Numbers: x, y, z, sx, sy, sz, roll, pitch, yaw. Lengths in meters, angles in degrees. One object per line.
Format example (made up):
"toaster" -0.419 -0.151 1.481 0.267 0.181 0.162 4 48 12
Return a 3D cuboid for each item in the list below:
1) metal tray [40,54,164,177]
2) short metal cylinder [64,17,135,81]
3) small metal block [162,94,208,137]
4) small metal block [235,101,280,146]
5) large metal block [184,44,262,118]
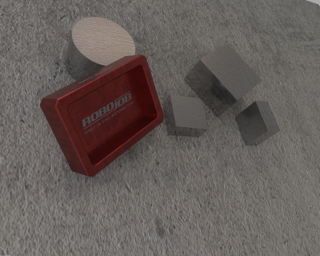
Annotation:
"metal tray" -0.056 -0.018 0.349 0.131 0.030 0.090 -39 122 -39
"short metal cylinder" -0.079 -0.097 0.404 0.081 0.050 0.080 14 56 -21
"small metal block" 0.035 -0.016 0.432 0.050 0.025 0.050 5 59 -26
"small metal block" 0.147 -0.006 0.471 0.025 0.050 0.050 0 62 -28
"large metal block" 0.099 -0.076 0.487 0.080 0.050 0.081 50 51 6
